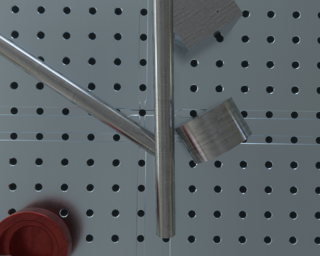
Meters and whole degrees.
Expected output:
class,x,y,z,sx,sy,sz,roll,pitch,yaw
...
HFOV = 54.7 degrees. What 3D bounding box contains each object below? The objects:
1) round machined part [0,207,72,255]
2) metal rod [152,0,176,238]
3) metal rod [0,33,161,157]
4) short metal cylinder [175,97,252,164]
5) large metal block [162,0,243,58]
class,x,y,z,sx,sy,sz,roll,pitch,yaw
round machined part,-0.164,0.152,0.403,0.099,0.042,0.097,0,90,-1
metal rod,0.005,-0.009,0.382,0.025,0.025,0.298,-1,99,-1
metal rod,-0.122,-0.052,0.411,0.301,0.025,0.025,33,90,-1
short metal cylinder,0.066,0.003,0.387,0.080,0.080,0.050,-30,91,0
large metal block,0.046,-0.151,0.401,0.080,0.050,0.080,-33,90,0
